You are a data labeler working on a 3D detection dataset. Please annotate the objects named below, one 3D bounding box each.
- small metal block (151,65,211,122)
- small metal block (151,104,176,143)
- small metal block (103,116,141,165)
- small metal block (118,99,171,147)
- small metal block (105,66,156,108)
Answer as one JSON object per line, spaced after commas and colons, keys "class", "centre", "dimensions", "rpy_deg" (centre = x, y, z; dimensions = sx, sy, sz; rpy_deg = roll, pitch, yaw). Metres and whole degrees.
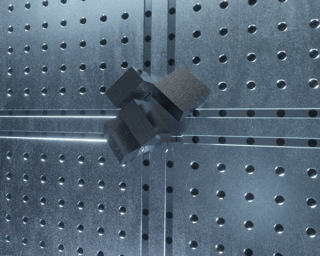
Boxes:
{"class": "small metal block", "centre": [0.026, -0.044, 0.389], "dimensions": [0.050, 0.025, 0.050], "rpy_deg": [-38, 74, -25]}
{"class": "small metal block", "centre": [-0.006, -0.006, 0.415], "dimensions": [0.050, 0.025, 0.050], "rpy_deg": [1, 90, 19]}
{"class": "small metal block", "centre": [-0.052, 0.017, 0.415], "dimensions": [0.025, 0.050, 0.050], "rpy_deg": [-28, 79, -20]}
{"class": "small metal block", "centre": [-0.018, -0.006, 0.379], "dimensions": [0.025, 0.050, 0.050], "rpy_deg": [-38, 79, 15]}
{"class": "small metal block", "centre": [-0.037, -0.052, 0.413], "dimensions": [0.050, 0.050, 0.025], "rpy_deg": [-43, 77, 15]}
